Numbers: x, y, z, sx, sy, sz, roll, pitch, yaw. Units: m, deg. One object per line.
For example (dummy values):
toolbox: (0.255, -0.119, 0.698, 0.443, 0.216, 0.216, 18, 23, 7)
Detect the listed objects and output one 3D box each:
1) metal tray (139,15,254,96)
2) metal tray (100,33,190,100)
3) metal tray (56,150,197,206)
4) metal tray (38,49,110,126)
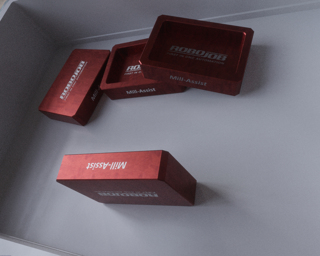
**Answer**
metal tray: (0.049, -0.098, 0.407, 0.131, 0.030, 0.090, 13, 64, 12)
metal tray: (-0.020, -0.093, 0.470, 0.130, 0.030, 0.090, -3, 60, 26)
metal tray: (-0.035, 0.059, 0.346, 0.130, 0.090, 0.030, -5, 60, 25)
metal tray: (-0.135, -0.072, 0.518, 0.090, 0.030, 0.130, 11, 67, 32)
